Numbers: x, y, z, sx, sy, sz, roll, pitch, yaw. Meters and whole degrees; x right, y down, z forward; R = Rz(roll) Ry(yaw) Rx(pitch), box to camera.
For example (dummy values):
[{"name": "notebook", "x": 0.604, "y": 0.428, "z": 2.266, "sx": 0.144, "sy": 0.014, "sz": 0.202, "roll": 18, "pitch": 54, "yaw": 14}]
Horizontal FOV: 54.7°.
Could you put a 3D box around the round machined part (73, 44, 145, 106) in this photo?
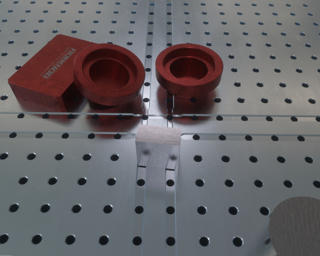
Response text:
[{"name": "round machined part", "x": -0.073, "y": -0.071, "z": 0.445, "sx": 0.099, "sy": 0.042, "sz": 0.098, "roll": 8, "pitch": 57, "yaw": -13}]

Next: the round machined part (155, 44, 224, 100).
[{"name": "round machined part", "x": 0.043, "y": -0.081, "z": 0.465, "sx": 0.099, "sy": 0.042, "sz": 0.098, "roll": 0, "pitch": 50, "yaw": 0}]

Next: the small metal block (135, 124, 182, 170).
[{"name": "small metal block", "x": -0.001, "y": 0.023, "z": 0.372, "sx": 0.050, "sy": 0.050, "sz": 0.025, "roll": 6, "pitch": 51, "yaw": 5}]

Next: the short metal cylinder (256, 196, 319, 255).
[{"name": "short metal cylinder", "x": 0.139, "y": 0.114, "z": 0.297, "sx": 0.081, "sy": 0.050, "sz": 0.080, "roll": 0, "pitch": 50, "yaw": 0}]

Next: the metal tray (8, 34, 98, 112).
[{"name": "metal tray", "x": -0.153, "y": -0.090, "z": 0.479, "sx": 0.090, "sy": 0.030, "sz": 0.130, "roll": 18, "pitch": 52, "yaw": 14}]
